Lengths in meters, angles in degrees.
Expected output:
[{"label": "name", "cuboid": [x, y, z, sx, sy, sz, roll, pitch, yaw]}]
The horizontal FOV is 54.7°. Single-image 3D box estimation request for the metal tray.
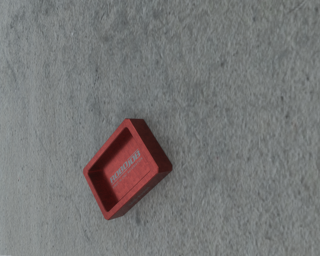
[{"label": "metal tray", "cuboid": [-0.051, 0.059, 0.441, 0.129, 0.030, 0.090, -47, 62, 29]}]
